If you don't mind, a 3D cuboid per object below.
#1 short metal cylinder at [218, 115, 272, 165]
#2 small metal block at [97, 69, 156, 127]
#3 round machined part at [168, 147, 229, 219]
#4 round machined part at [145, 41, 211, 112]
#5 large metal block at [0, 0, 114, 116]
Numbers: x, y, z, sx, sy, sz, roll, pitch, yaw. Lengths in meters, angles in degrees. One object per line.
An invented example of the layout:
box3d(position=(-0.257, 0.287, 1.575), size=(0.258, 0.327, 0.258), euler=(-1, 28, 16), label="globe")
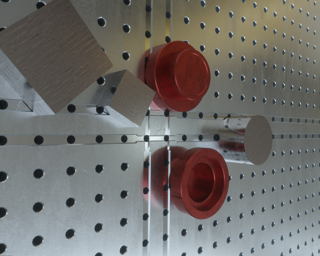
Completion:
box3d(position=(0.141, 0.019, 0.511), size=(0.081, 0.050, 0.080), euler=(0, 90, -40), label="short metal cylinder")
box3d(position=(-0.039, -0.035, 0.376), size=(0.050, 0.025, 0.050), euler=(36, 68, -34), label="small metal block")
box3d(position=(0.051, 0.076, 0.441), size=(0.099, 0.042, 0.097), euler=(0, 90, -40), label="round machined part")
box3d(position=(0.032, -0.071, 0.424), size=(0.099, 0.042, 0.097), euler=(0, 90, -40), label="round machined part")
box3d(position=(-0.108, -0.069, 0.302), size=(0.080, 0.050, 0.080), euler=(-48, 119, -29), label="large metal block")
